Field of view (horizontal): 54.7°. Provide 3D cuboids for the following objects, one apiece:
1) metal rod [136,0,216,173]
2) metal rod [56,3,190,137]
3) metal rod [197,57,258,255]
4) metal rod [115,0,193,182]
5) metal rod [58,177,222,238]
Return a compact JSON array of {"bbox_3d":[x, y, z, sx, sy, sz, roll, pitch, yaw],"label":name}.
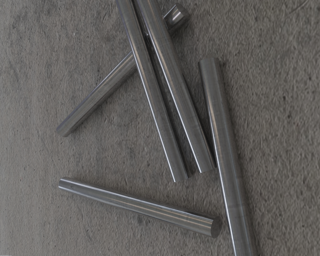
[{"bbox_3d":[0.007,-0.092,0.372,0.025,0.025,0.299,-24,83,37],"label":"metal rod"},{"bbox_3d":[-0.071,-0.069,0.463,0.299,0.025,0.025,-37,67,33],"label":"metal rod"},{"bbox_3d":[0.080,0.069,0.338,0.025,0.025,0.298,-16,80,39],"label":"metal rod"},{"bbox_3d":[-0.017,-0.079,0.391,0.025,0.025,0.299,-20,86,38],"label":"metal rod"},{"bbox_3d":[-0.051,0.105,0.447,0.300,0.025,0.025,4,93,40],"label":"metal rod"}]
